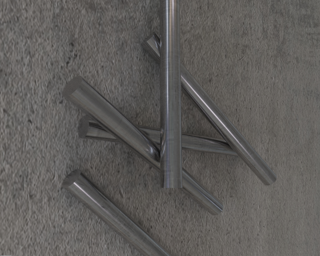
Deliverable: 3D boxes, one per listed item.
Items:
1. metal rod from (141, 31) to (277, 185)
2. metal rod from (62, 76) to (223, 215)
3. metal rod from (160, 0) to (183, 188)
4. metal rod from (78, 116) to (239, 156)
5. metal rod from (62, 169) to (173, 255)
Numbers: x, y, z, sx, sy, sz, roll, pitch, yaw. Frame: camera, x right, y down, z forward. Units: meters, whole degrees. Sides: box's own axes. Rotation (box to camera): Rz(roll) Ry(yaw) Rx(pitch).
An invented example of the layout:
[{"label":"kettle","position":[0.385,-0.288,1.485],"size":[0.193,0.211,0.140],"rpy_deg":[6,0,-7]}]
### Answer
[{"label":"metal rod","position":[0.082,-0.015,0.449],"size":[0.300,0.025,0.025],"rpy_deg":[45,63,-23]},{"label":"metal rod","position":[0.002,0.042,0.382],"size":[0.300,0.025,0.025],"rpy_deg":[44,63,-39]},{"label":"metal rod","position":[0.013,-0.080,0.374],"size":[0.025,0.025,0.298],"rpy_deg":[8,77,-40]},{"label":"metal rod","position":[0.032,0.018,0.431],"size":[0.302,0.025,0.025],"rpy_deg":[9,84,-40]},{"label":"metal rod","position":[-0.010,0.156,0.396],"size":[0.300,0.025,0.025],"rpy_deg":[51,60,-28]}]
